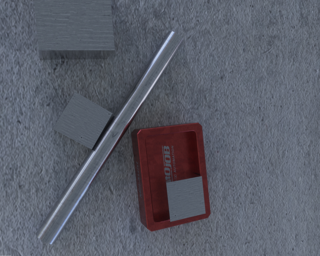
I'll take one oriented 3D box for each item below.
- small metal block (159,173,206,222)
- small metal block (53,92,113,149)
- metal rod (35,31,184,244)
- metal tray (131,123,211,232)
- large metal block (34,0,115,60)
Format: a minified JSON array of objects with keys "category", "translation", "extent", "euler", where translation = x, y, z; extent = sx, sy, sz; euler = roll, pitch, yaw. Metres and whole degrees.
[{"category":"small metal block","translation":[0.029,0.090,0.408],"extent":[0.050,0.025,0.050],"euler":[-7,93,-20]},{"category":"small metal block","translation":[-0.094,-0.009,0.375],"extent":[0.050,0.025,0.050],"euler":[31,80,-18]},{"category":"metal rod","translation":[-0.056,0.003,0.388],"extent":[0.025,0.025,0.300],"euler":[35,78,-17]},{"category":"metal tray","translation":[0.015,0.061,0.413],"extent":[0.091,0.030,0.129],"euler":[-7,93,-20]},{"category":"large metal block","translation":[-0.101,-0.124,0.359],"extent":[0.081,0.050,0.079],"euler":[-5,92,-20]}]
